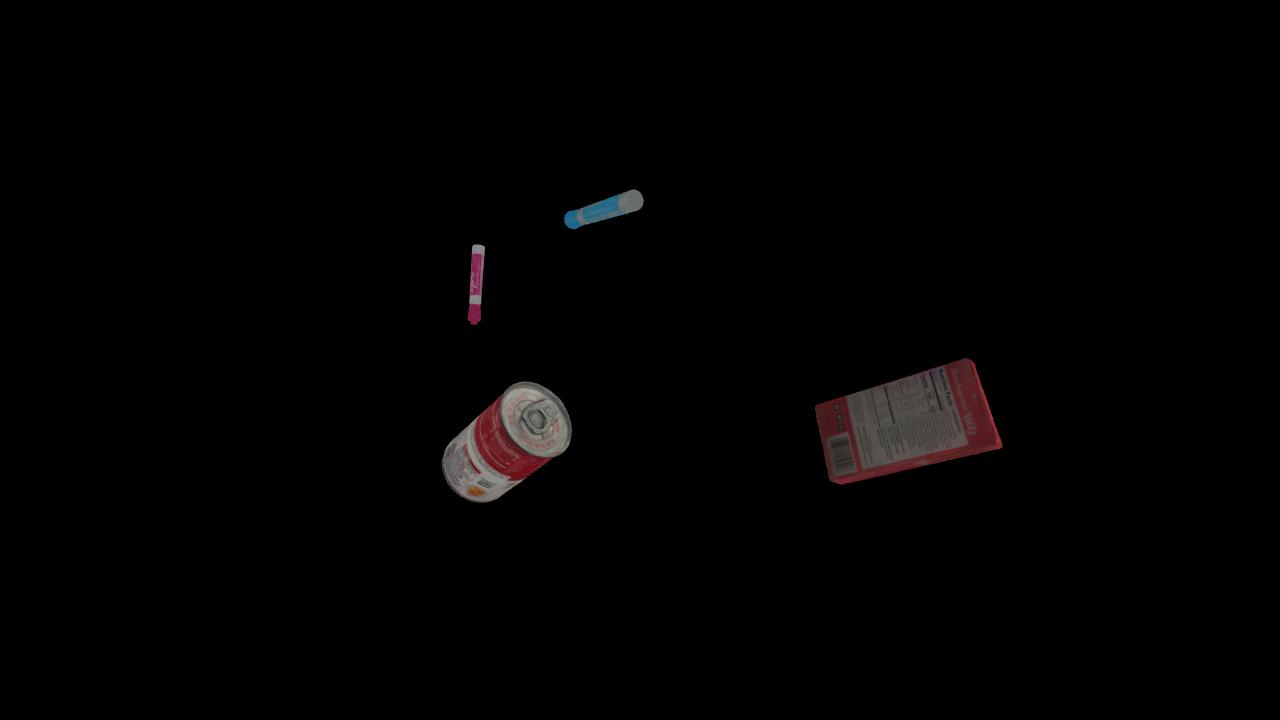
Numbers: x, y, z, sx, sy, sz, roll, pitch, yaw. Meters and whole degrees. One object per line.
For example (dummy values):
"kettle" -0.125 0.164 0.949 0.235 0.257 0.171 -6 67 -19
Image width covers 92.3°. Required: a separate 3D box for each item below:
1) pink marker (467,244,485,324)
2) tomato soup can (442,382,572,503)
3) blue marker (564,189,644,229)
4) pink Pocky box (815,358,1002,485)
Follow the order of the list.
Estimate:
"pink marker" -0.243 -0.111 0.911 0.020 0.121 0.020 0 -13 0
"tomato soup can" -0.113 0.072 0.515 0.068 0.068 0.101 0 -31 -49
"blue marker" -0.039 -0.144 0.596 0.020 0.020 0.121 0 1 -35
"pink Pocky box" 0.252 0.063 0.594 0.155 0.084 0.029 -23 -32 33
